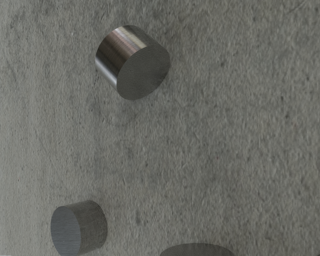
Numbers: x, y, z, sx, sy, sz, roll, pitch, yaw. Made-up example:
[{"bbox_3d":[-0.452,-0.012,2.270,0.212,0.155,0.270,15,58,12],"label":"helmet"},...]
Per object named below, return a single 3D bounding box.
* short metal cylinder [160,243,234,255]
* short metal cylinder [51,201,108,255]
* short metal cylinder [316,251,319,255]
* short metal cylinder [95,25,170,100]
[{"bbox_3d":[0.041,0.163,0.334,0.080,0.081,0.050,-4,88,39],"label":"short metal cylinder"},{"bbox_3d":[-0.129,0.160,0.493,0.080,0.050,0.079,0,90,39],"label":"short metal cylinder"},{"bbox_3d":[0.166,0.130,0.251,0.080,0.050,0.079,0,90,39],"label":"short metal cylinder"},{"bbox_3d":[-0.034,-0.082,0.395,0.050,0.081,0.080,47,118,29],"label":"short metal cylinder"}]
